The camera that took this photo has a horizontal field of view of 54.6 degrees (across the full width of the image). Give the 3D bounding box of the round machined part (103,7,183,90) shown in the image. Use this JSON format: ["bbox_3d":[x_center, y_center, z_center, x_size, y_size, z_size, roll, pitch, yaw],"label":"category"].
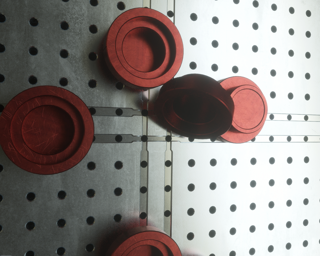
[{"bbox_3d":[-0.023,-0.097,0.395,0.099,0.042,0.097,0,90,-20],"label":"round machined part"}]

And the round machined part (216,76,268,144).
[{"bbox_3d":[0.114,-0.026,0.445,0.099,0.042,0.097,0,90,-20],"label":"round machined part"}]

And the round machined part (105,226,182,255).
[{"bbox_3d":[-0.024,0.173,0.395,0.099,0.042,0.097,0,90,-20],"label":"round machined part"}]

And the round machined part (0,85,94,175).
[{"bbox_3d":[-0.128,0.002,0.356,0.099,0.042,0.097,0,90,-20],"label":"round machined part"}]

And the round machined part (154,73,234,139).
[{"bbox_3d":[0.046,-0.031,0.396,0.098,0.098,0.042,31,54,-18],"label":"round machined part"}]
